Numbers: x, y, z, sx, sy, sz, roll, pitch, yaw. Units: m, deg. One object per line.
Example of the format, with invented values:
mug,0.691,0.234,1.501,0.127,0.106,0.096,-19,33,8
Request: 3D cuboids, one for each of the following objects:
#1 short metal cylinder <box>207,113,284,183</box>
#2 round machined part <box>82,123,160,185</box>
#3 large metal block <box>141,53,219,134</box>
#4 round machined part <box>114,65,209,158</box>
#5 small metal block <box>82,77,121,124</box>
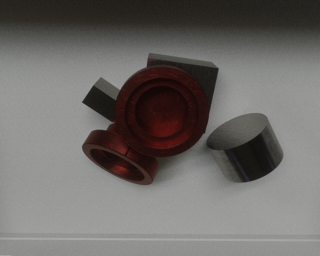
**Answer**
short metal cylinder,0.107,0.024,0.392,0.080,0.080,0.050,-28,108,9
round machined part,-0.045,0.030,0.394,0.098,0.098,0.042,33,63,-12
large metal block,0.020,-0.044,0.382,0.081,0.050,0.079,8,110,-4
round machined part,0.002,-0.020,0.340,0.099,0.042,0.097,-1,108,-2
small metal block,-0.063,-0.034,0.385,0.050,0.050,0.025,34,106,-12
